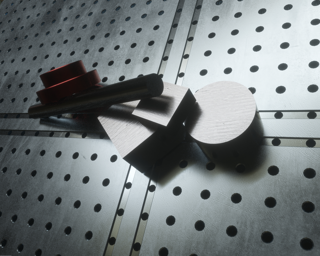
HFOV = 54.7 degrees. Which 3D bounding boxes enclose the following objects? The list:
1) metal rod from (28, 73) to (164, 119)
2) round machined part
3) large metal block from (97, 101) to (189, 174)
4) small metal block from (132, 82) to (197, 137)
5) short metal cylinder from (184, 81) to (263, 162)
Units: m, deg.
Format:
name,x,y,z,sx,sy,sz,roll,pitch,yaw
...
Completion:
name,x,y,z,sx,sy,sz,roll,pitch,yaw
metal rod,-0.111,-0.036,0.431,0.300,0.025,0.025,-5,58,45
round machined part,-0.146,-0.075,0.483,0.098,0.042,0.098,-19,15,6
large metal block,-0.021,-0.003,0.401,0.080,0.050,0.080,-39,51,1
small metal block,0.005,-0.024,0.352,0.050,0.025,0.050,20,72,35
short metal cylinder,0.074,-0.007,0.357,0.080,0.050,0.080,-13,56,20
